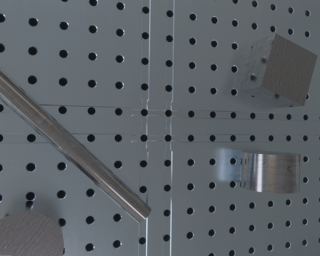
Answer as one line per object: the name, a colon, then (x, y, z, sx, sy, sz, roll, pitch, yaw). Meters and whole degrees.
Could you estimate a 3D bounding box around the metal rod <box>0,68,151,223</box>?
metal rod: (-0.122, 0.009, 0.367, 0.300, 0.025, 0.025, 46, 76, -14)

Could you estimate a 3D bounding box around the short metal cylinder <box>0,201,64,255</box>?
short metal cylinder: (-0.150, 0.126, 0.344, 0.081, 0.050, 0.080, 0, 90, -20)

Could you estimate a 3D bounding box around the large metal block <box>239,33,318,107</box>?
large metal block: (0.177, -0.082, 0.464, 0.080, 0.050, 0.080, 19, 84, -19)

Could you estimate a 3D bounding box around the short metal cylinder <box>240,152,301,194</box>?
short metal cylinder: (0.156, 0.060, 0.441, 0.081, 0.080, 0.050, 2, 90, -20)
